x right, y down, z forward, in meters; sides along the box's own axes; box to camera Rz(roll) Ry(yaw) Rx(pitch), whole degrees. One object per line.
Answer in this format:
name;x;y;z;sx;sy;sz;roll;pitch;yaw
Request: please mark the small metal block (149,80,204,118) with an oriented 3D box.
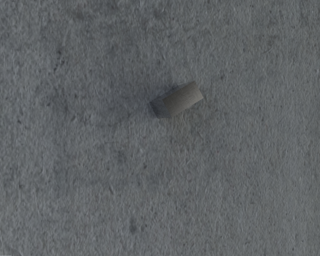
small metal block;0.020;-0.036;0.404;0.050;0.050;0.025;-32;101;-17
